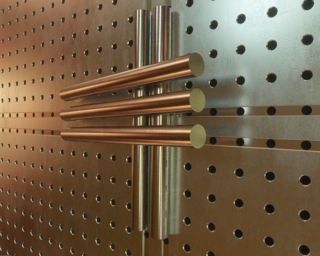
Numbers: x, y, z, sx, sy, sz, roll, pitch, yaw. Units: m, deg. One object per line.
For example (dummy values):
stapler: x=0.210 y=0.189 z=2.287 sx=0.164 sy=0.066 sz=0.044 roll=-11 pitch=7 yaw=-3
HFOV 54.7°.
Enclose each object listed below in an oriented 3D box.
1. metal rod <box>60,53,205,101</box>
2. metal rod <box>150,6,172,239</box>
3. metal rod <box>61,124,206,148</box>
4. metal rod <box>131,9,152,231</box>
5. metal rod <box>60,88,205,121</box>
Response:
metal rod: x=-0.063 y=-0.063 z=0.432 sx=0.300 sy=0.025 sz=0.025 roll=-2 pitch=89 yaw=47
metal rod: x=0.001 y=-0.007 z=0.407 sx=0.025 sy=0.025 sz=0.298 roll=1 pitch=91 yaw=39
metal rod: x=-0.061 y=0.009 z=0.430 sx=0.300 sy=0.025 sz=0.025 roll=0 pitch=90 yaw=48
metal rod: x=-0.026 y=-0.010 z=0.429 sx=0.025 sy=0.025 sz=0.298 roll=1 pitch=91 yaw=39
metal rod: x=-0.062 y=-0.026 z=0.431 sx=0.300 sy=0.025 sz=0.025 roll=-1 pitch=89 yaw=48
